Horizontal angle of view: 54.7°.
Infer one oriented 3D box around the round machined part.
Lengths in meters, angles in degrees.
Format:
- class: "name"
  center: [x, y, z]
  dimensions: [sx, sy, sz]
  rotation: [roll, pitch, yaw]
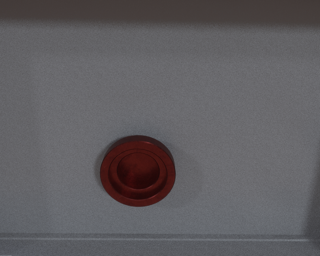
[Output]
- class: "round machined part"
  center: [-0.029, 0.054, 0.422]
  dimensions: [0.099, 0.042, 0.097]
  rotation: [0, 110, -1]
